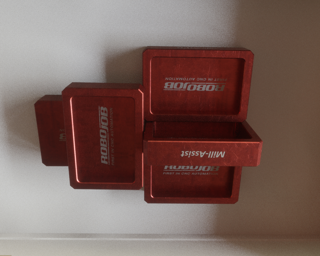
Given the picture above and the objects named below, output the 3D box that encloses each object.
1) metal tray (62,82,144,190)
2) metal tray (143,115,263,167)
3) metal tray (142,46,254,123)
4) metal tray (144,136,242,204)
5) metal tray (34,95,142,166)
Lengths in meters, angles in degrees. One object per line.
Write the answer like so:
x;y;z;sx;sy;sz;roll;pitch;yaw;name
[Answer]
-0.065;0.012;0.377;0.091;0.030;0.129;1;110;-1;metal tray
0.047;0.013;0.379;0.131;0.090;0.030;1;110;-1;metal tray
0.044;-0.054;0.388;0.131;0.030;0.089;1;110;-1;metal tray
0.044;0.059;0.429;0.131;0.030;0.089;1;110;-1;metal tray
-0.089;0.004;0.405;0.131;0.030;0.089;0;110;-1;metal tray
